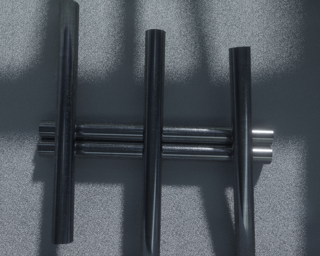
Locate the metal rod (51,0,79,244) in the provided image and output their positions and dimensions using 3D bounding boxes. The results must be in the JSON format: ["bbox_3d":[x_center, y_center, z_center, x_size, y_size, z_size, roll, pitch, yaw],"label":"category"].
[{"bbox_3d":[-0.117,-0.014,0.385,0.025,0.025,0.298,-1,82,-1],"label":"metal rod"}]

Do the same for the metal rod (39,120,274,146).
[{"bbox_3d":[-0.004,0.007,0.410,0.302,0.025,0.025,2,90,-1],"label":"metal rod"}]

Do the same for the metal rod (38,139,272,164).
[{"bbox_3d":[-0.006,0.031,0.410,0.302,0.025,0.025,2,90,-1],"label":"metal rod"}]

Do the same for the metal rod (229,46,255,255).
[{"bbox_3d":[0.104,0.052,0.389,0.025,0.025,0.298,-4,98,0],"label":"metal rod"}]

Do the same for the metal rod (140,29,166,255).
[{"bbox_3d":[-0.009,0.030,0.385,0.025,0.025,0.298,1,90,-1],"label":"metal rod"}]
